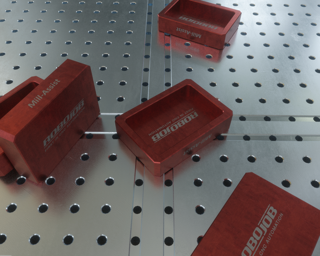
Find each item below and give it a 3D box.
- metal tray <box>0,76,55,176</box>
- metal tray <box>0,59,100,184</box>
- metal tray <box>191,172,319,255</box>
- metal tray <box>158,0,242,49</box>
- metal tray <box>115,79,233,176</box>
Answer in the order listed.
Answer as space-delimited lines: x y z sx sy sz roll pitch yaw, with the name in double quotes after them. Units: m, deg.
-0.182 -0.009 0.401 0.090 0.030 0.131 26 55 27 "metal tray"
-0.126 -0.010 0.371 0.030 0.089 0.130 21 53 16 "metal tray"
0.096 0.116 0.308 0.090 0.030 0.131 30 56 22 "metal tray"
0.072 -0.198 0.571 0.130 0.030 0.090 23 53 17 "metal tray"
0.019 -0.006 0.409 0.131 0.030 0.090 -31 57 -24 "metal tray"
